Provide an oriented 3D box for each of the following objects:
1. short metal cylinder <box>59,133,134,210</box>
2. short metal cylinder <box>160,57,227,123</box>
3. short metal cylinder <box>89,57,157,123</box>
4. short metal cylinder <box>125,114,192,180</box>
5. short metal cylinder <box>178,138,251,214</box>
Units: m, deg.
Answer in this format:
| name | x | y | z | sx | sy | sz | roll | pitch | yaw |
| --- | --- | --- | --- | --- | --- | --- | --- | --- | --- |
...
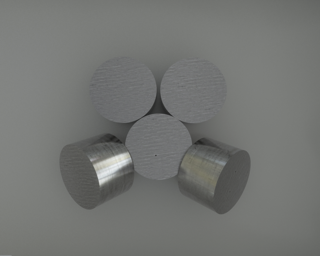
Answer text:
| name | x | y | z | sx | sy | sz | roll | pitch | yaw |
| --- | --- | --- | --- | --- | --- | --- | --- | --- | --- |
| short metal cylinder | -0.077 | 0.051 | 0.376 | 0.050 | 0.080 | 0.080 | -20 | 91 | -45 |
| short metal cylinder | 0.040 | -0.046 | 0.398 | 0.081 | 0.050 | 0.079 | 0 | 90 | -1 |
| short metal cylinder | -0.044 | -0.046 | 0.396 | 0.081 | 0.050 | 0.079 | 0 | 90 | -1 |
| short metal cylinder | -0.002 | 0.022 | 0.396 | 0.081 | 0.050 | 0.079 | 0 | 90 | -1 |
| short metal cylinder | 0.067 | 0.057 | 0.377 | 0.050 | 0.080 | 0.080 | 21 | 90 | 39 |
